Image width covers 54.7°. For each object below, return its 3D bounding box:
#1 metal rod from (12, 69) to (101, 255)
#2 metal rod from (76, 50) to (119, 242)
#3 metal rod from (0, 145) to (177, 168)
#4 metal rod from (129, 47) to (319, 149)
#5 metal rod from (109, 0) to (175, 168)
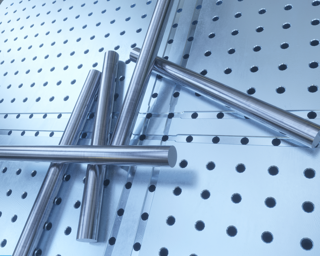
[{"bbox_3d":[-0.142,0.041,0.455,0.025,0.025,0.300,1,62,28],"label":"metal rod"},{"bbox_3d":[-0.085,0.006,0.446,0.025,0.025,0.299,-12,57,21],"label":"metal rod"},{"bbox_3d":[-0.120,0.035,0.414,0.301,0.025,0.025,-1,61,27],"label":"metal rod"},{"bbox_3d":[0.061,-0.054,0.408,0.300,0.025,0.025,32,80,37],"label":"metal rod"},{"bbox_3d":[-0.022,-0.090,0.443,0.025,0.025,0.299,9,75,31],"label":"metal rod"}]
